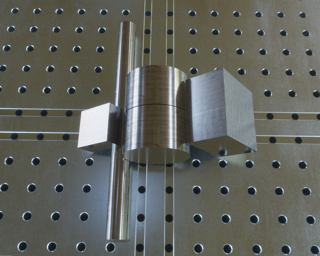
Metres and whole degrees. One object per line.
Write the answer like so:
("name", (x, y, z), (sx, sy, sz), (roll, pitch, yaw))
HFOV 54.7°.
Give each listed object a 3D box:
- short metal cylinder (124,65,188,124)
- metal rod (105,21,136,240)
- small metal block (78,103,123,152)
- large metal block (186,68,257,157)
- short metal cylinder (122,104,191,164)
("short metal cylinder", (-0.004, -0.037, 0.392), (0.081, 0.080, 0.050), (0, 70, 0))
("metal rod", (-0.049, -0.011, 0.411), (0.025, 0.025, 0.299), (1, 70, 0))
("small metal block", (-0.076, 0.000, 0.395), (0.050, 0.025, 0.050), (-13, 65, 32))
("large metal block", (0.075, -0.015, 0.377), (0.050, 0.080, 0.080), (-14, 66, 36))
("short metal cylinder", (-0.004, 0.010, 0.374), (0.081, 0.080, 0.050), (0, 70, 0))
